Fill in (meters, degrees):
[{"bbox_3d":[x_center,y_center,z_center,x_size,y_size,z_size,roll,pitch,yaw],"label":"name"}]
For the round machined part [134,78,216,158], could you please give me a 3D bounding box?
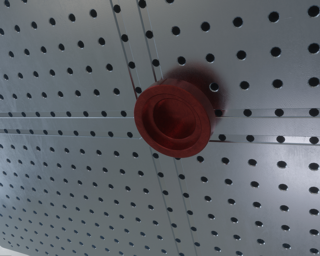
[{"bbox_3d":[0.021,-0.015,0.380,0.098,0.042,0.097,13,124,21],"label":"round machined part"}]
